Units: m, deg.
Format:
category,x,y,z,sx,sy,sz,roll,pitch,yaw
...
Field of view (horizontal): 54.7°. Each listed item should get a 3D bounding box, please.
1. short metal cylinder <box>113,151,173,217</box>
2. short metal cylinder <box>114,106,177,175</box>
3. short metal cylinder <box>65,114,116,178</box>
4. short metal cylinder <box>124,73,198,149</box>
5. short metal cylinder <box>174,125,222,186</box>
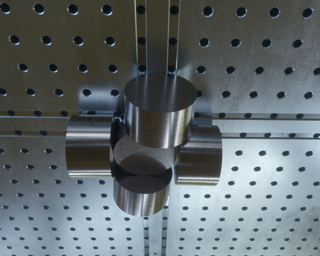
category,x,y,z,sx,sy,sz,roll,pitch,yaw
short metal cylinder,-0.025,0.077,0.439,0.081,0.080,0.050,5,130,-4
short metal cylinder,-0.019,0.017,0.410,0.081,0.050,0.079,-1,130,-1
short metal cylinder,-0.084,0.023,0.394,0.050,0.080,0.079,1,130,-2
short metal cylinder,0.000,-0.022,0.356,0.081,0.080,0.050,2,130,-2
short metal cylinder,0.047,0.035,0.406,0.050,0.080,0.079,3,130,-3
